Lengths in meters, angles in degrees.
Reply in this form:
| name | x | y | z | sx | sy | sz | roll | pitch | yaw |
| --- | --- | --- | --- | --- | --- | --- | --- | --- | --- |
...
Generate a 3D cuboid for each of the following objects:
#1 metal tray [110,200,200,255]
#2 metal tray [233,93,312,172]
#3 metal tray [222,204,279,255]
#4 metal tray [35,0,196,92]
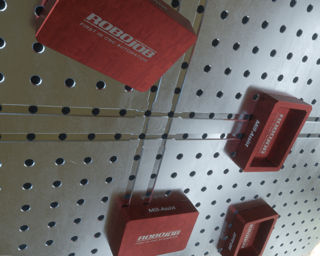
| name | x | y | z | sx | sy | sz | roll | pitch | yaw |
| --- | --- | --- | --- | --- | --- | --- | --- | --- | --- |
| metal tray | -0.008 | 0.167 | 0.506 | 0.131 | 0.030 | 0.089 | 2 | 118 | -29 |
| metal tray | 0.186 | 0.012 | 0.515 | 0.091 | 0.030 | 0.129 | 4 | 117 | -30 |
| metal tray | 0.187 | 0.226 | 0.648 | 0.091 | 0.030 | 0.129 | -6 | 121 | -26 |
| metal tray | -0.040 | -0.096 | 0.305 | 0.131 | 0.030 | 0.090 | 23 | 129 | -37 |
